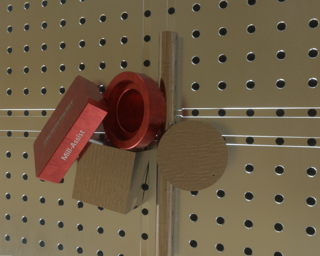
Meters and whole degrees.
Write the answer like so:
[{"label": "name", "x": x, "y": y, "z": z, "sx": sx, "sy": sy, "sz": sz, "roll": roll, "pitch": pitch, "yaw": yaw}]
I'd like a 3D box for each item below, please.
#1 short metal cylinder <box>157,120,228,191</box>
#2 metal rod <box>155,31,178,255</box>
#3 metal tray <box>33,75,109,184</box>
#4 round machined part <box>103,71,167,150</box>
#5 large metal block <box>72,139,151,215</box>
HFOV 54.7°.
[{"label": "short metal cylinder", "x": 0.036, "y": 0.031, "z": 0.372, "sx": 0.081, "sy": 0.050, "sz": 0.079, "roll": 0, "pitch": 90, "yaw": 0}, {"label": "metal rod", "x": 0.009, "y": 0.024, "z": 0.410, "sx": 0.025, "sy": 0.025, "sz": 0.298, "roll": 1, "pitch": 90, "yaw": 20}, {"label": "metal tray", "x": -0.127, "y": 0.000, "z": 0.429, "sx": 0.130, "sy": 0.030, "sz": 0.090, "roll": -53, "pitch": 36, "yaw": 12}, {"label": "round machined part", "x": -0.030, "y": -0.022, "z": 0.400, "sx": 0.098, "sy": 0.042, "sz": 0.097, "roll": -1, "pitch": 88, "yaw": 45}, {"label": "large metal block", "x": -0.065, "y": 0.062, "z": 0.422, "sx": 0.080, "sy": 0.050, "sz": 0.079, "roll": 11, "pitch": 94, "yaw": 19}]
